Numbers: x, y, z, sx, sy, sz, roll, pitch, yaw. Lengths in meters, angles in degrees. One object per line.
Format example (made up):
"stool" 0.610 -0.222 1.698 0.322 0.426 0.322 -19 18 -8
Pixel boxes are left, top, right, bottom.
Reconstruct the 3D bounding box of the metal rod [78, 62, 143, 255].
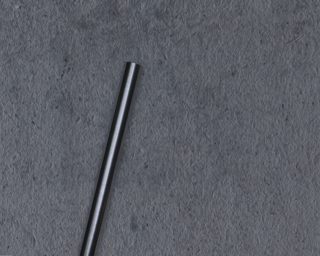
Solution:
"metal rod" -0.070 0.061 0.409 0.025 0.025 0.299 14 90 0
